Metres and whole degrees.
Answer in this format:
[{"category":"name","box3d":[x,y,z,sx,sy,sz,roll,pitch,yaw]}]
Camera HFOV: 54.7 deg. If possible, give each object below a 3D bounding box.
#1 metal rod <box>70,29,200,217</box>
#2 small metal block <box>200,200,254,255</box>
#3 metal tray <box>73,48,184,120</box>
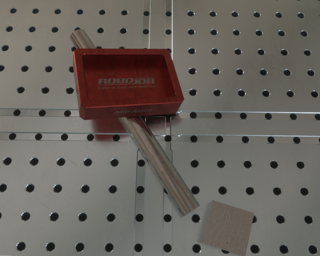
[{"category":"metal rod","box3d":[-0.042,-0.018,0.417,0.025,0.025,0.299,-31,73,-11]},{"category":"small metal block","box3d":[0.079,0.119,0.369,0.050,0.025,0.050,17,71,5]},{"category":"metal tray","box3d":[-0.043,-0.060,0.407,0.131,0.030,0.090,-5,63,-19]}]
